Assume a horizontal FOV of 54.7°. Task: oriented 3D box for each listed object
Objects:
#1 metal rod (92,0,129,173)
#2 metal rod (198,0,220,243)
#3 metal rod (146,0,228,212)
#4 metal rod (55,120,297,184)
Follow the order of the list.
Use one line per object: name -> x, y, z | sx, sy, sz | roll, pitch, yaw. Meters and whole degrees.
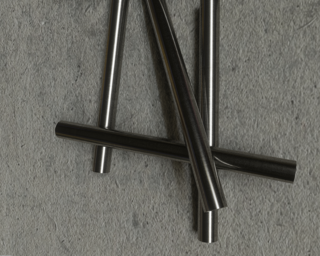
metal rod -> -0.066, -0.087, 0.432 | 0.025, 0.025, 0.298 | 8, 93, 20
metal rod -> 0.061, -0.010, 0.387 | 0.025, 0.025, 0.298 | 1, 90, 20
metal rod -> 0.023, -0.053, 0.366 | 0.025, 0.025, 0.299 | -21, 70, 19
metal rod -> 0.003, 0.024, 0.379 | 0.301, 0.025, 0.025 | 9, 93, 19
